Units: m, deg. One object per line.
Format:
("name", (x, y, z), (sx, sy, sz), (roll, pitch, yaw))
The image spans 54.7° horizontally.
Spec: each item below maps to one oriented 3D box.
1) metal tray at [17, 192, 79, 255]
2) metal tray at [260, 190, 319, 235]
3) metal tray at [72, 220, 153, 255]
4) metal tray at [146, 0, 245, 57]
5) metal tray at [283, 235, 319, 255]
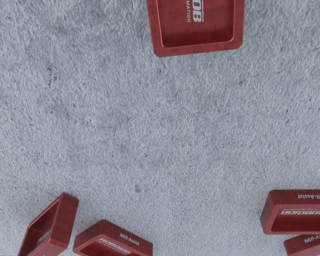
("metal tray", (-0.188, 0.177, 0.512), (0.030, 0.090, 0.130), (34, 122, -25))
("metal tray", (0.247, 0.145, 0.529), (0.131, 0.030, 0.089), (0, 130, 0))
("metal tray", (-0.089, 0.233, 0.600), (0.090, 0.030, 0.130), (-37, 121, 27))
("metal tray", (0.032, -0.135, 0.288), (0.090, 0.030, 0.129), (-5, 130, 4))
("metal tray", (0.324, 0.231, 0.604), (0.130, 0.030, 0.090), (-32, 123, 24))
